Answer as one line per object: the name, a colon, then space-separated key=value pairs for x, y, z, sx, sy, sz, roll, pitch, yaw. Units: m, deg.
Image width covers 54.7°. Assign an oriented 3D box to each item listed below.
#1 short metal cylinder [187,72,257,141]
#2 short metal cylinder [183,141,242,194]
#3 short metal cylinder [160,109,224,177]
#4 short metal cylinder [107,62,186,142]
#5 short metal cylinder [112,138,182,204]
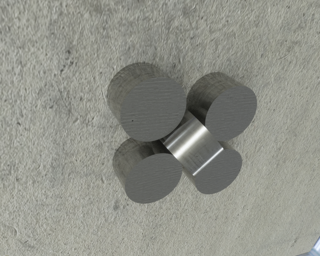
short metal cylinder: x=0.082 y=-0.029 z=0.419 sx=0.081 sy=0.050 sz=0.079 roll=-14 pitch=125 yaw=-21
short metal cylinder: x=0.075 y=0.052 z=0.466 sx=0.081 sy=0.050 sz=0.079 roll=-14 pitch=125 yaw=-21
short metal cylinder: x=0.037 y=0.017 z=0.405 sx=0.050 sy=0.080 sz=0.080 roll=-43 pitch=130 yaw=1
short metal cylinder: x=-0.016 y=-0.031 z=0.364 sx=0.081 sy=0.050 sz=0.079 roll=-14 pitch=125 yaw=-21
short metal cylinder: x=-0.017 y=0.054 z=0.416 sx=0.081 sy=0.050 sz=0.079 roll=-14 pitch=125 yaw=-21
